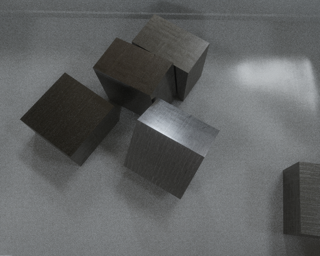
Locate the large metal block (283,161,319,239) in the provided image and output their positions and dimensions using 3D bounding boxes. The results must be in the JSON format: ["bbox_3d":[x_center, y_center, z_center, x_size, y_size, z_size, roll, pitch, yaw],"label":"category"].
[{"bbox_3d":[0.196,0.089,0.366,0.080,0.050,0.080,7,70,2],"label":"large metal block"}]

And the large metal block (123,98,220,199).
[{"bbox_3d":[0.011,0.025,0.364,0.080,0.079,0.050,29,43,9],"label":"large metal block"}]

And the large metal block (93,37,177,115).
[{"bbox_3d":[-0.028,-0.058,0.397,0.080,0.080,0.050,27,72,16],"label":"large metal block"}]

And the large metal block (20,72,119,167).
[{"bbox_3d":[-0.112,-0.010,0.399,0.080,0.050,0.080,34,73,11],"label":"large metal block"}]

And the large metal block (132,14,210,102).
[{"bbox_3d":[0.013,-0.091,0.414,0.080,0.080,0.050,31,73,10],"label":"large metal block"}]
